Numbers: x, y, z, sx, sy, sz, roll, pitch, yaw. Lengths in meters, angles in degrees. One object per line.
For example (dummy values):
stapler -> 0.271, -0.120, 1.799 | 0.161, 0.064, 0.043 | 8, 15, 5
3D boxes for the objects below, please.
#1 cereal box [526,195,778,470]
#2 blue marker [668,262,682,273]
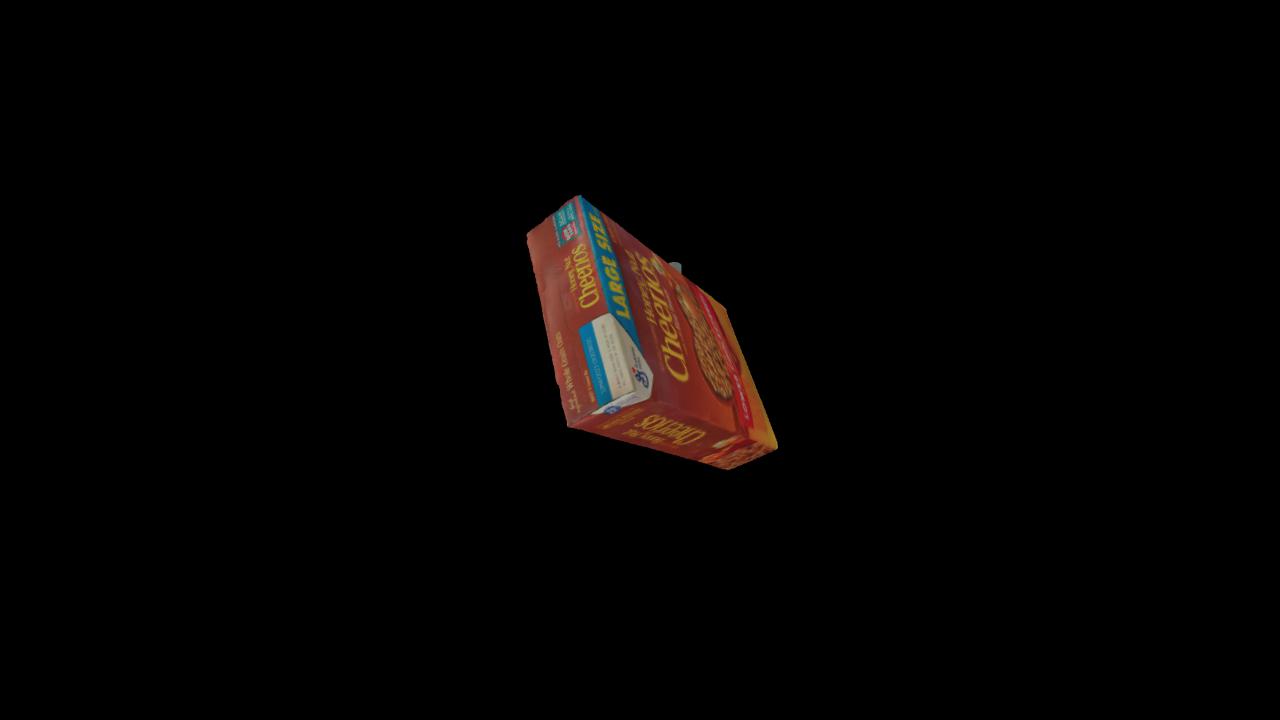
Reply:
cereal box -> 0.025, -0.009, 0.631 | 0.081, 0.203, 0.306 | -29, -30, 23
blue marker -> 0.041, -0.060, 0.743 | 0.020, 0.121, 0.020 | 1, -18, 0
